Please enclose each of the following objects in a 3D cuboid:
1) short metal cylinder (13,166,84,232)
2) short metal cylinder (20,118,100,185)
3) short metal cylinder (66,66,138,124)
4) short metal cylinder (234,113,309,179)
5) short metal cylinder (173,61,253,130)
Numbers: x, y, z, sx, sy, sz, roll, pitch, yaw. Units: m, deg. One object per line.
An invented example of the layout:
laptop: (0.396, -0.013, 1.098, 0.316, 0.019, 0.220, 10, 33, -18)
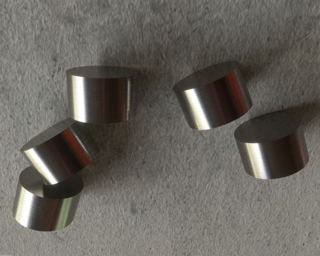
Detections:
short metal cylinder: (-0.148, 0.090, 0.412, 0.080, 0.080, 0.050, 17, 109, -7)
short metal cylinder: (-0.124, 0.026, 0.388, 0.080, 0.080, 0.050, -26, 108, 9)
short metal cylinder: (-0.067, -0.042, 0.364, 0.081, 0.080, 0.050, 2, 110, -1)
short metal cylinder: (0.140, 0.021, 0.390, 0.080, 0.080, 0.050, -19, 109, 6)
short metal cylinder: (0.062, -0.040, 0.367, 0.080, 0.080, 0.050, -22, 109, 7)
